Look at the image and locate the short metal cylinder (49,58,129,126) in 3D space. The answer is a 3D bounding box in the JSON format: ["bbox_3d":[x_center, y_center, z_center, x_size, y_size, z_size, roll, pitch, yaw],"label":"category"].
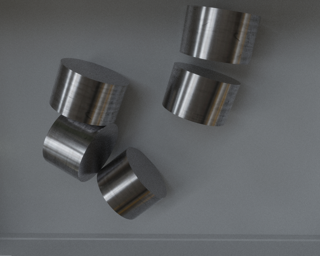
[{"bbox_3d":[-0.083,-0.044,0.365,0.080,0.080,0.050,20,109,-8],"label":"short metal cylinder"}]

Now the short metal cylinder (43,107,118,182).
[{"bbox_3d":[-0.095,0.019,0.381,0.050,0.080,0.079,27,109,13],"label":"short metal cylinder"}]

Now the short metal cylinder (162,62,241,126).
[{"bbox_3d":[0.048,-0.042,0.367,0.081,0.080,0.050,15,109,-6],"label":"short metal cylinder"}]

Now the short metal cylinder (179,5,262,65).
[{"bbox_3d":[0.066,-0.104,0.345,0.081,0.080,0.050,8,110,-3],"label":"short metal cylinder"}]

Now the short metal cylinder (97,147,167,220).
[{"bbox_3d":[-0.036,0.072,0.408,0.050,0.080,0.080,-38,106,12],"label":"short metal cylinder"}]
